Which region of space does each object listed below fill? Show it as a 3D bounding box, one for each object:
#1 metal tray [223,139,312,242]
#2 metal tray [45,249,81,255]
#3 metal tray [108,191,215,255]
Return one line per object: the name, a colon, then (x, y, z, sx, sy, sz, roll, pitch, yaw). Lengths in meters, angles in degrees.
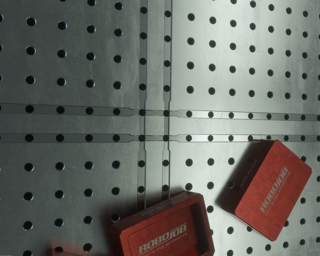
metal tray: (0.167, 0.093, 0.474, 0.090, 0.030, 0.130, 37, 78, -17)
metal tray: (-0.115, 0.222, 0.369, 0.091, 0.030, 0.130, 23, 82, -19)
metal tray: (0.007, 0.145, 0.397, 0.131, 0.030, 0.089, -16, 96, -34)
